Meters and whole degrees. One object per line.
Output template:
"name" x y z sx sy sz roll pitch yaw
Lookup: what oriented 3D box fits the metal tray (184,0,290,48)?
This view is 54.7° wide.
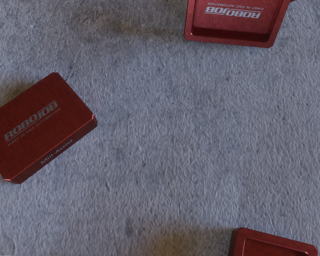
"metal tray" 0.103 -0.163 0.431 0.131 0.089 0.030 6 50 2

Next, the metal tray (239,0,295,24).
"metal tray" 0.148 -0.225 0.490 0.131 0.030 0.090 -25 72 -9

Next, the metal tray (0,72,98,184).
"metal tray" -0.161 -0.002 0.404 0.130 0.030 0.090 -39 75 -13

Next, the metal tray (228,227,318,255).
"metal tray" 0.117 0.185 0.339 0.090 0.030 0.130 13 70 4
